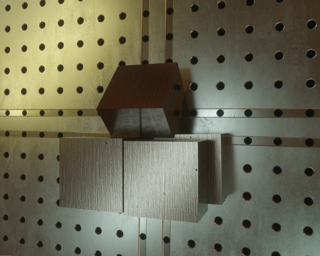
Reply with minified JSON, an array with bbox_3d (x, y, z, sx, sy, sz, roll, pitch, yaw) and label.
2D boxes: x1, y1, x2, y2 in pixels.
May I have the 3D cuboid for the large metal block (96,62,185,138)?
[{"bbox_3d":[-0.020,-0.035,0.384,0.080,0.050,0.080,1,48,19],"label":"large metal block"}]

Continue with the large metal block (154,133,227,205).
[{"bbox_3d":[0.040,0.047,0.384,0.080,0.050,0.079,-1,90,19],"label":"large metal block"}]

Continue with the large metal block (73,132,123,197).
[{"bbox_3d":[-0.071,0.047,0.424,0.080,0.050,0.079,2,91,19],"label":"large metal block"}]

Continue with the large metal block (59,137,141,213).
[{"bbox_3d":[-0.069,0.051,0.366,0.080,0.050,0.079,0,90,19],"label":"large metal block"}]

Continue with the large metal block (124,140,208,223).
[{"bbox_3d":[0.008,0.053,0.341,0.080,0.050,0.079,0,90,19],"label":"large metal block"}]
